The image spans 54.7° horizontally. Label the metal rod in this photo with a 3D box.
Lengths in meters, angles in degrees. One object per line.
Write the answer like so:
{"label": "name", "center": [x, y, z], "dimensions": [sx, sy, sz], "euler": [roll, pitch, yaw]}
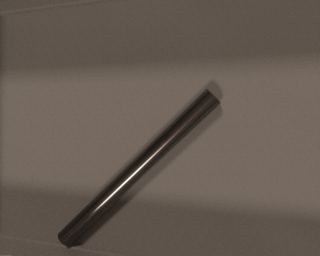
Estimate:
{"label": "metal rod", "center": [-0.037, 0.061, 0.422], "dimensions": [0.299, 0.025, 0.025], "euler": [-44, 77, 14]}
